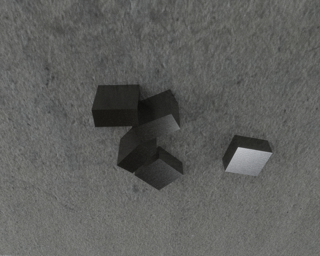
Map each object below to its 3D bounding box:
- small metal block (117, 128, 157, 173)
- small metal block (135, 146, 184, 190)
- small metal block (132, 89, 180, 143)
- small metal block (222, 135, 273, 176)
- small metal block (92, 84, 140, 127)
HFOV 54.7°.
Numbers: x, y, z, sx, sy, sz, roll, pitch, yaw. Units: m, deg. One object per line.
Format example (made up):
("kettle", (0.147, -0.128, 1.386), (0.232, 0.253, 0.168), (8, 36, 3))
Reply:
("small metal block", (-0.030, 0.023, 0.410), (0.025, 0.050, 0.050), (32, 123, -24))
("small metal block", (-0.001, 0.061, 0.459), (0.050, 0.025, 0.050), (-37, 122, 27))
("small metal block", (-0.005, -0.015, 0.378), (0.050, 0.050, 0.025), (-20, 127, 16))
("small metal block", (0.124, 0.040, 0.443), (0.050, 0.025, 0.050), (10, 130, -9))
("small metal block", (-0.050, -0.027, 0.367), (0.050, 0.050, 0.025), (-1, 130, 0))
